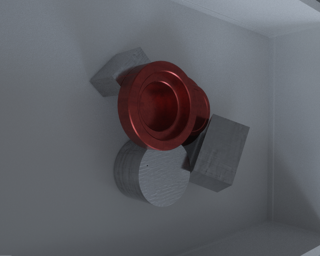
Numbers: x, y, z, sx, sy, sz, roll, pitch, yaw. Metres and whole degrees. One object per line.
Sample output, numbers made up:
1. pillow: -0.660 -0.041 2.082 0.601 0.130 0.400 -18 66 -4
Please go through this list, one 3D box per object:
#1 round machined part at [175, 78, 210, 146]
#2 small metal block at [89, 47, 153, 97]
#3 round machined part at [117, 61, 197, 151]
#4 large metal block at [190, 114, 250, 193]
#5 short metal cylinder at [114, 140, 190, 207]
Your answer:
1. round machined part: 0.030 -0.024 0.418 0.099 0.042 0.097 0 90 -40
2. small metal block: -0.044 -0.063 0.352 0.025 0.050 0.050 52 60 -28
3. round machined part: -0.007 -0.024 0.351 0.099 0.042 0.097 0 90 -40
4. large metal block: 0.076 0.038 0.426 0.050 0.080 0.080 21 72 4
5. short metal cylinder: -0.009 0.052 0.383 0.081 0.050 0.079 0 90 -40
